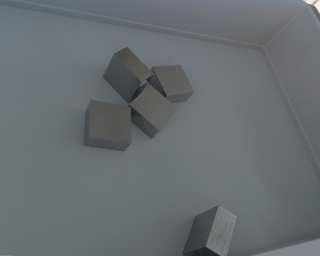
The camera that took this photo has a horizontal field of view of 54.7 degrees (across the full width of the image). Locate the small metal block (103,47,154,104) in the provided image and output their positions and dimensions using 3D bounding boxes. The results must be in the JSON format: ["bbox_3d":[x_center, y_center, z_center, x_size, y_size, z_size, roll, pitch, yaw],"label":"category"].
[{"bbox_3d":[-0.043,-0.069,0.410,0.050,0.050,0.025,46,51,3],"label":"small metal block"}]

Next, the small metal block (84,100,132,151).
[{"bbox_3d":[-0.063,-0.003,0.374,0.050,0.025,0.050,10,58,-23],"label":"small metal block"}]

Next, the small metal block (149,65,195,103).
[{"bbox_3d":[0.015,-0.064,0.454,0.050,0.025,0.050,-12,68,-33],"label":"small metal block"}]

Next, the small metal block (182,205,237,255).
[{"bbox_3d":[0.055,0.121,0.348,0.025,0.050,0.050,34,51,-6],"label":"small metal block"}]

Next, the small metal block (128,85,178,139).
[{"bbox_3d":[-0.012,-0.022,0.414,0.050,0.025,0.050,41,51,-1],"label":"small metal block"}]
